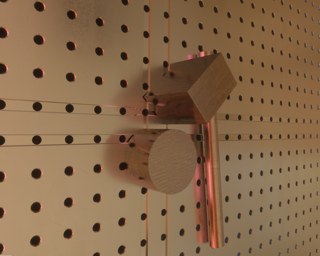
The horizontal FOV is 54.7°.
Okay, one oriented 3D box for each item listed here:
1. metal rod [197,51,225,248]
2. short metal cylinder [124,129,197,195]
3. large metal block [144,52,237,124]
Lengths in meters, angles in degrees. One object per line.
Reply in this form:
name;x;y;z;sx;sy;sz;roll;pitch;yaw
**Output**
metal rod;0.079;0.035;0.477;0.025;0.025;0.298;-7;95;-40
short metal cylinder;0.001;0.041;0.396;0.081;0.050;0.079;0;90;-40
large metal block;0.041;-0.050;0.410;0.080;0.080;0.050;-50;120;-29
